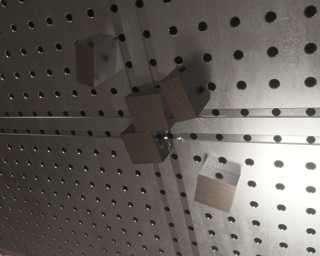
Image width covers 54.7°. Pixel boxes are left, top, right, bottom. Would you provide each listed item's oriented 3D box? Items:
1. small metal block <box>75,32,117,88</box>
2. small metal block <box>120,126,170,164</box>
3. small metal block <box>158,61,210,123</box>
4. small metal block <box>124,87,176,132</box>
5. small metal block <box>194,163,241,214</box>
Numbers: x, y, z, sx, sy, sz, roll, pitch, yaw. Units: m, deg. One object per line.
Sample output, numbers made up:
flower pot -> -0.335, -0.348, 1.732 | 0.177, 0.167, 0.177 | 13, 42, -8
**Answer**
small metal block -> -0.078, -0.085, 0.382 | 0.025, 0.050, 0.050 | 19, 126, 16
small metal block -> -0.021, 0.022, 0.435 | 0.050, 0.025, 0.050 | -7, 115, 31
small metal block -> 0.029, -0.042, 0.353 | 0.025, 0.050, 0.050 | -14, 111, 33
small metal block -> -0.012, -0.024, 0.401 | 0.050, 0.025, 0.050 | -3, 117, 29
small metal block -> 0.077, 0.082, 0.420 | 0.050, 0.025, 0.050 | 17, 125, 18
